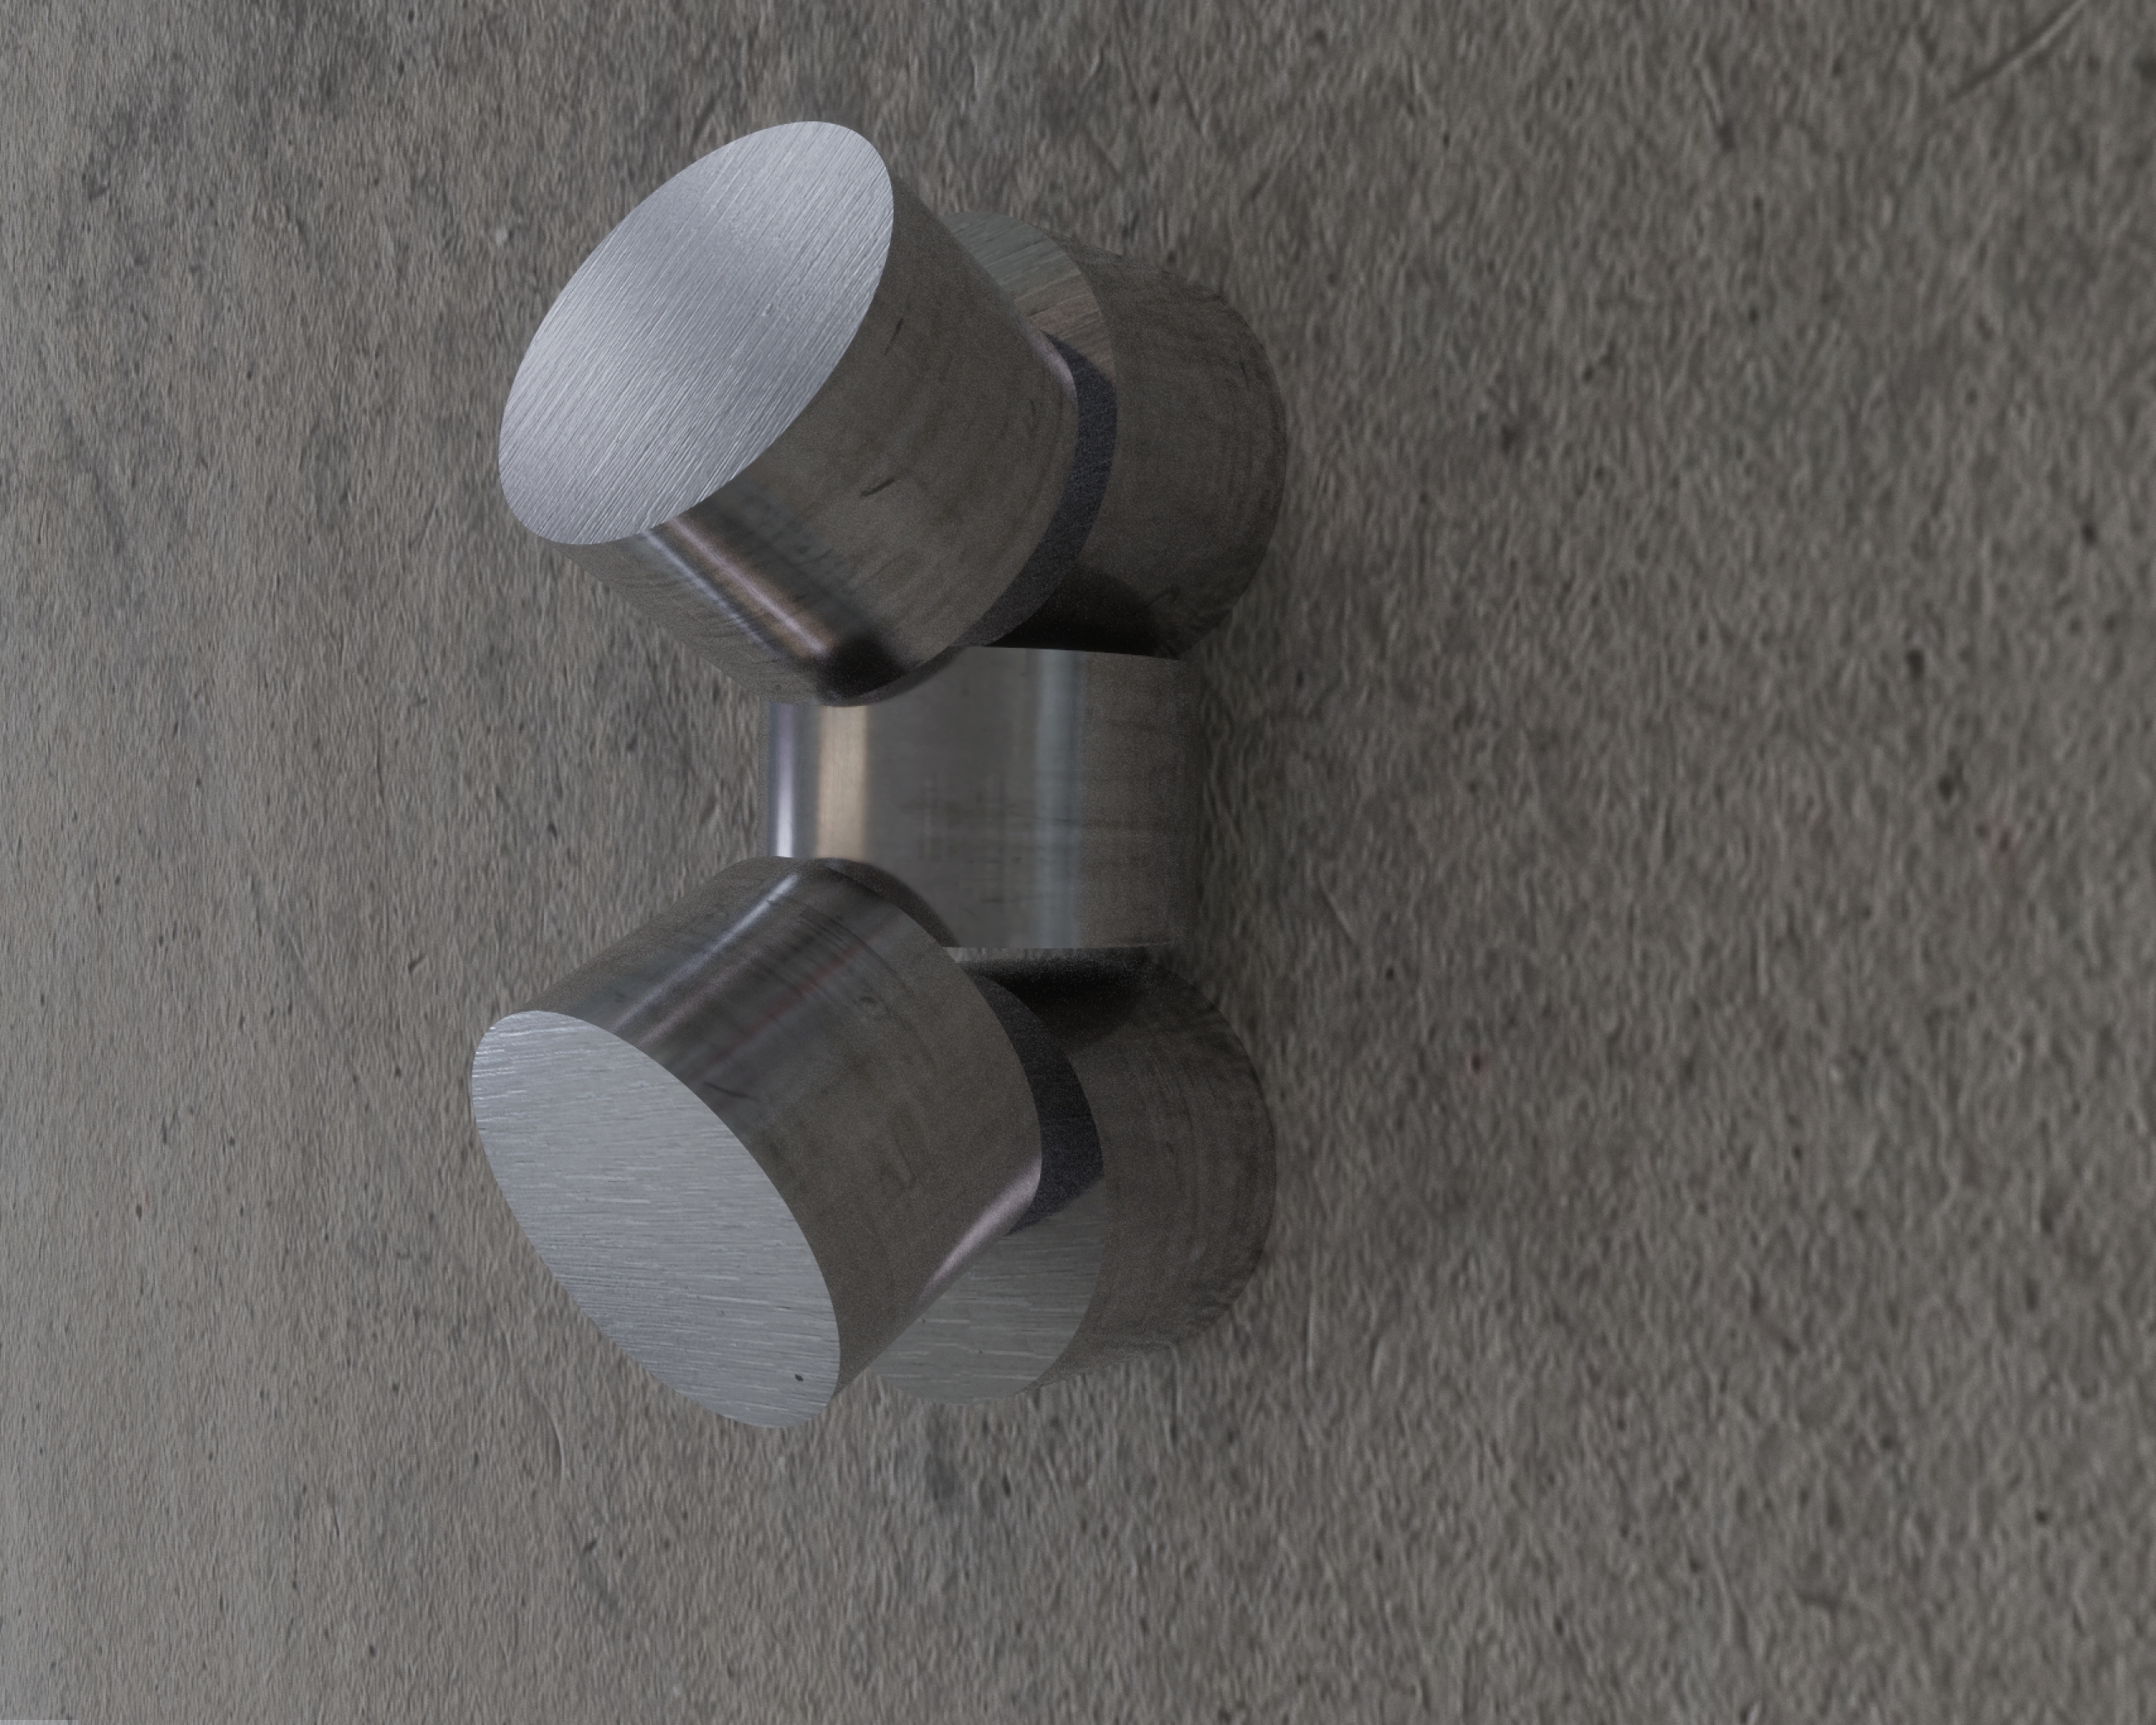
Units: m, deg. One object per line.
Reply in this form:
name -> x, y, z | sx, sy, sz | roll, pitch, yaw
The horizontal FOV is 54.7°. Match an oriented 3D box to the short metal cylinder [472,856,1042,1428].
short metal cylinder -> -0.053, 0.046, 0.347 | 0.080, 0.050, 0.079 | 23, 132, 28

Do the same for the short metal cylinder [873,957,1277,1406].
short metal cylinder -> -0.010, 0.058, 0.397 | 0.080, 0.050, 0.080 | 0, 90, 40

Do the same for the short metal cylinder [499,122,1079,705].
short metal cylinder -> -0.047, -0.073, 0.343 | 0.080, 0.050, 0.080 | -18, 55, 28

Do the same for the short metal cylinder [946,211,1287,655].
short metal cylinder -> -0.008, -0.077, 0.395 | 0.080, 0.050, 0.080 | 0, 90, 40

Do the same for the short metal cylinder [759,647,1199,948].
short metal cylinder -> -0.018, -0.012, 0.384 | 0.080, 0.081, 0.050 | 2, 92, 40
